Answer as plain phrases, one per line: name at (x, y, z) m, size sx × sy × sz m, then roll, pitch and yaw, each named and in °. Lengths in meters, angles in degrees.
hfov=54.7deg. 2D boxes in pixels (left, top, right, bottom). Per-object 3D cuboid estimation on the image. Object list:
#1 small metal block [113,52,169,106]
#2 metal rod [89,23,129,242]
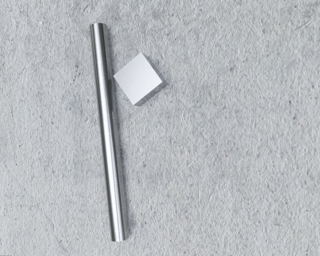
small metal block at (-0.026, -0.065, 0.417) m, size 0.050 × 0.025 × 0.050 m, roll -37°, pitch 78°, yaw 16°
metal rod at (-0.071, 0.004, 0.432) m, size 0.025 × 0.025 × 0.298 m, roll -7°, pitch 88°, yaw 19°
